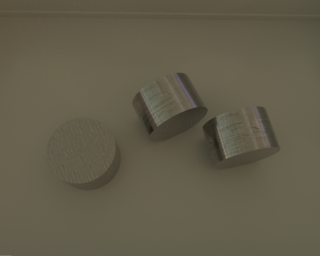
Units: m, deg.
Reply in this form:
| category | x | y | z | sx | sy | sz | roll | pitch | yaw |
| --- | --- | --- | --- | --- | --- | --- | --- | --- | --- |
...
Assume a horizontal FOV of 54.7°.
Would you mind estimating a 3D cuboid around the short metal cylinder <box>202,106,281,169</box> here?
| category | x | y | z | sx | sy | sz | roll | pitch | yaw |
| --- | --- | --- | --- | --- | --- | --- | --- | --- | --- |
| short metal cylinder | 0.097 | 0.014 | 0.376 | 0.081 | 0.080 | 0.050 | -12 | 71 | -4 |

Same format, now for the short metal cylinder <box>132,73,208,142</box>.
| category | x | y | z | sx | sy | sz | roll | pitch | yaw |
| --- | --- | --- | --- | --- | --- | --- | --- | --- | --- |
| short metal cylinder | 0.012 | -0.025 | 0.389 | 0.080 | 0.080 | 0.050 | -24 | 72 | -9 |

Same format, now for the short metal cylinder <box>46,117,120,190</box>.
| category | x | y | z | sx | sy | sz | roll | pitch | yaw |
| --- | --- | --- | --- | --- | --- | --- | --- | --- | --- |
| short metal cylinder | -0.092 | 0.033 | 0.383 | 0.081 | 0.050 | 0.080 | 0 | 70 | 0 |
